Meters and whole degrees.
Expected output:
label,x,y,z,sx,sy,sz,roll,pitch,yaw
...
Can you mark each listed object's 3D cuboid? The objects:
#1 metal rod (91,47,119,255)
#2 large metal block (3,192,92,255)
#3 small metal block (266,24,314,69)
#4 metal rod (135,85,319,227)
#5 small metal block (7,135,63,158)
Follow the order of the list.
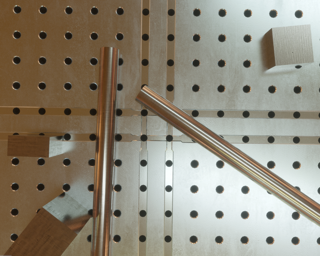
label,x,y,z,sx,sy,sz,roll,pitch,yaw
metal rod,-0.074,0.044,0.412,0.025,0.025,0.298,3,90,0
large metal block,-0.136,0.134,0.385,0.050,0.080,0.080,39,90,0
small metal block,0.173,-0.108,0.414,0.050,0.025,0.050,-6,90,0
metal rod,0.098,0.038,0.413,0.301,0.025,0.025,34,90,0
small metal block,-0.159,0.022,0.400,0.050,0.050,0.025,2,90,0
